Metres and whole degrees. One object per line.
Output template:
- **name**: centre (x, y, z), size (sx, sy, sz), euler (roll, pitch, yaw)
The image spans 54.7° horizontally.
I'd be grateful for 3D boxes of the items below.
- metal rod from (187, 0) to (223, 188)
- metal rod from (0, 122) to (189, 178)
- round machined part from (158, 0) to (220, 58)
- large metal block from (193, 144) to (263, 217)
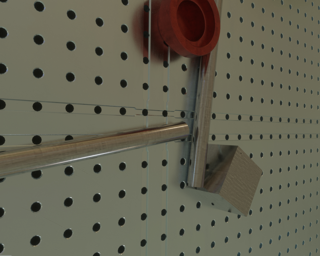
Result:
- **metal rod**: centre (0.069, -0.062, 0.469), size (0.025, 0.025, 0.298), euler (11, 83, -40)
- **metal rod**: centre (-0.082, 0.023, 0.341), size (0.302, 0.025, 0.025), euler (-10, 97, -40)
- **round machined part**: centre (0.036, -0.147, 0.430), size (0.099, 0.042, 0.097), euler (0, 90, -40)
- **large metal block**: centre (0.109, 0.081, 0.487), size (0.080, 0.050, 0.080), euler (41, 65, -33)
